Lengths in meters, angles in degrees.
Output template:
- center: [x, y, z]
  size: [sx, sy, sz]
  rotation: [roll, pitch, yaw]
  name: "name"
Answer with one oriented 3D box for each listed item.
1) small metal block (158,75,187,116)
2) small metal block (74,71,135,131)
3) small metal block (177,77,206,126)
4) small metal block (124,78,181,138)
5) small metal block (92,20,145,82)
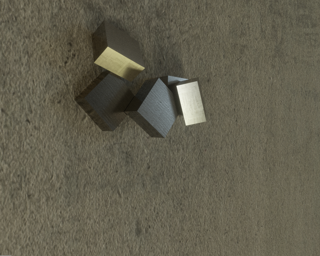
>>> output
- center: [0.021, -0.042, 0.426]
  size: [0.050, 0.025, 0.050]
  rotation: [2, 89, -40]
  name: "small metal block"
- center: [-0.060, -0.031, 0.357]
  size: [0.050, 0.025, 0.050]
  rotation: [-52, 121, -27]
  name: "small metal block"
- center: [0.041, -0.035, 0.394]
  size: [0.050, 0.025, 0.050]
  rotation: [-60, 137, -73]
  name: "small metal block"
- center: [-0.006, -0.023, 0.369]
  size: [0.050, 0.025, 0.050]
  rotation: [45, 63, -31]
  name: "small metal block"
- center: [-0.048, -0.087, 0.352]
  size: [0.050, 0.025, 0.050]
  rotation: [24, 38, -38]
  name: "small metal block"
